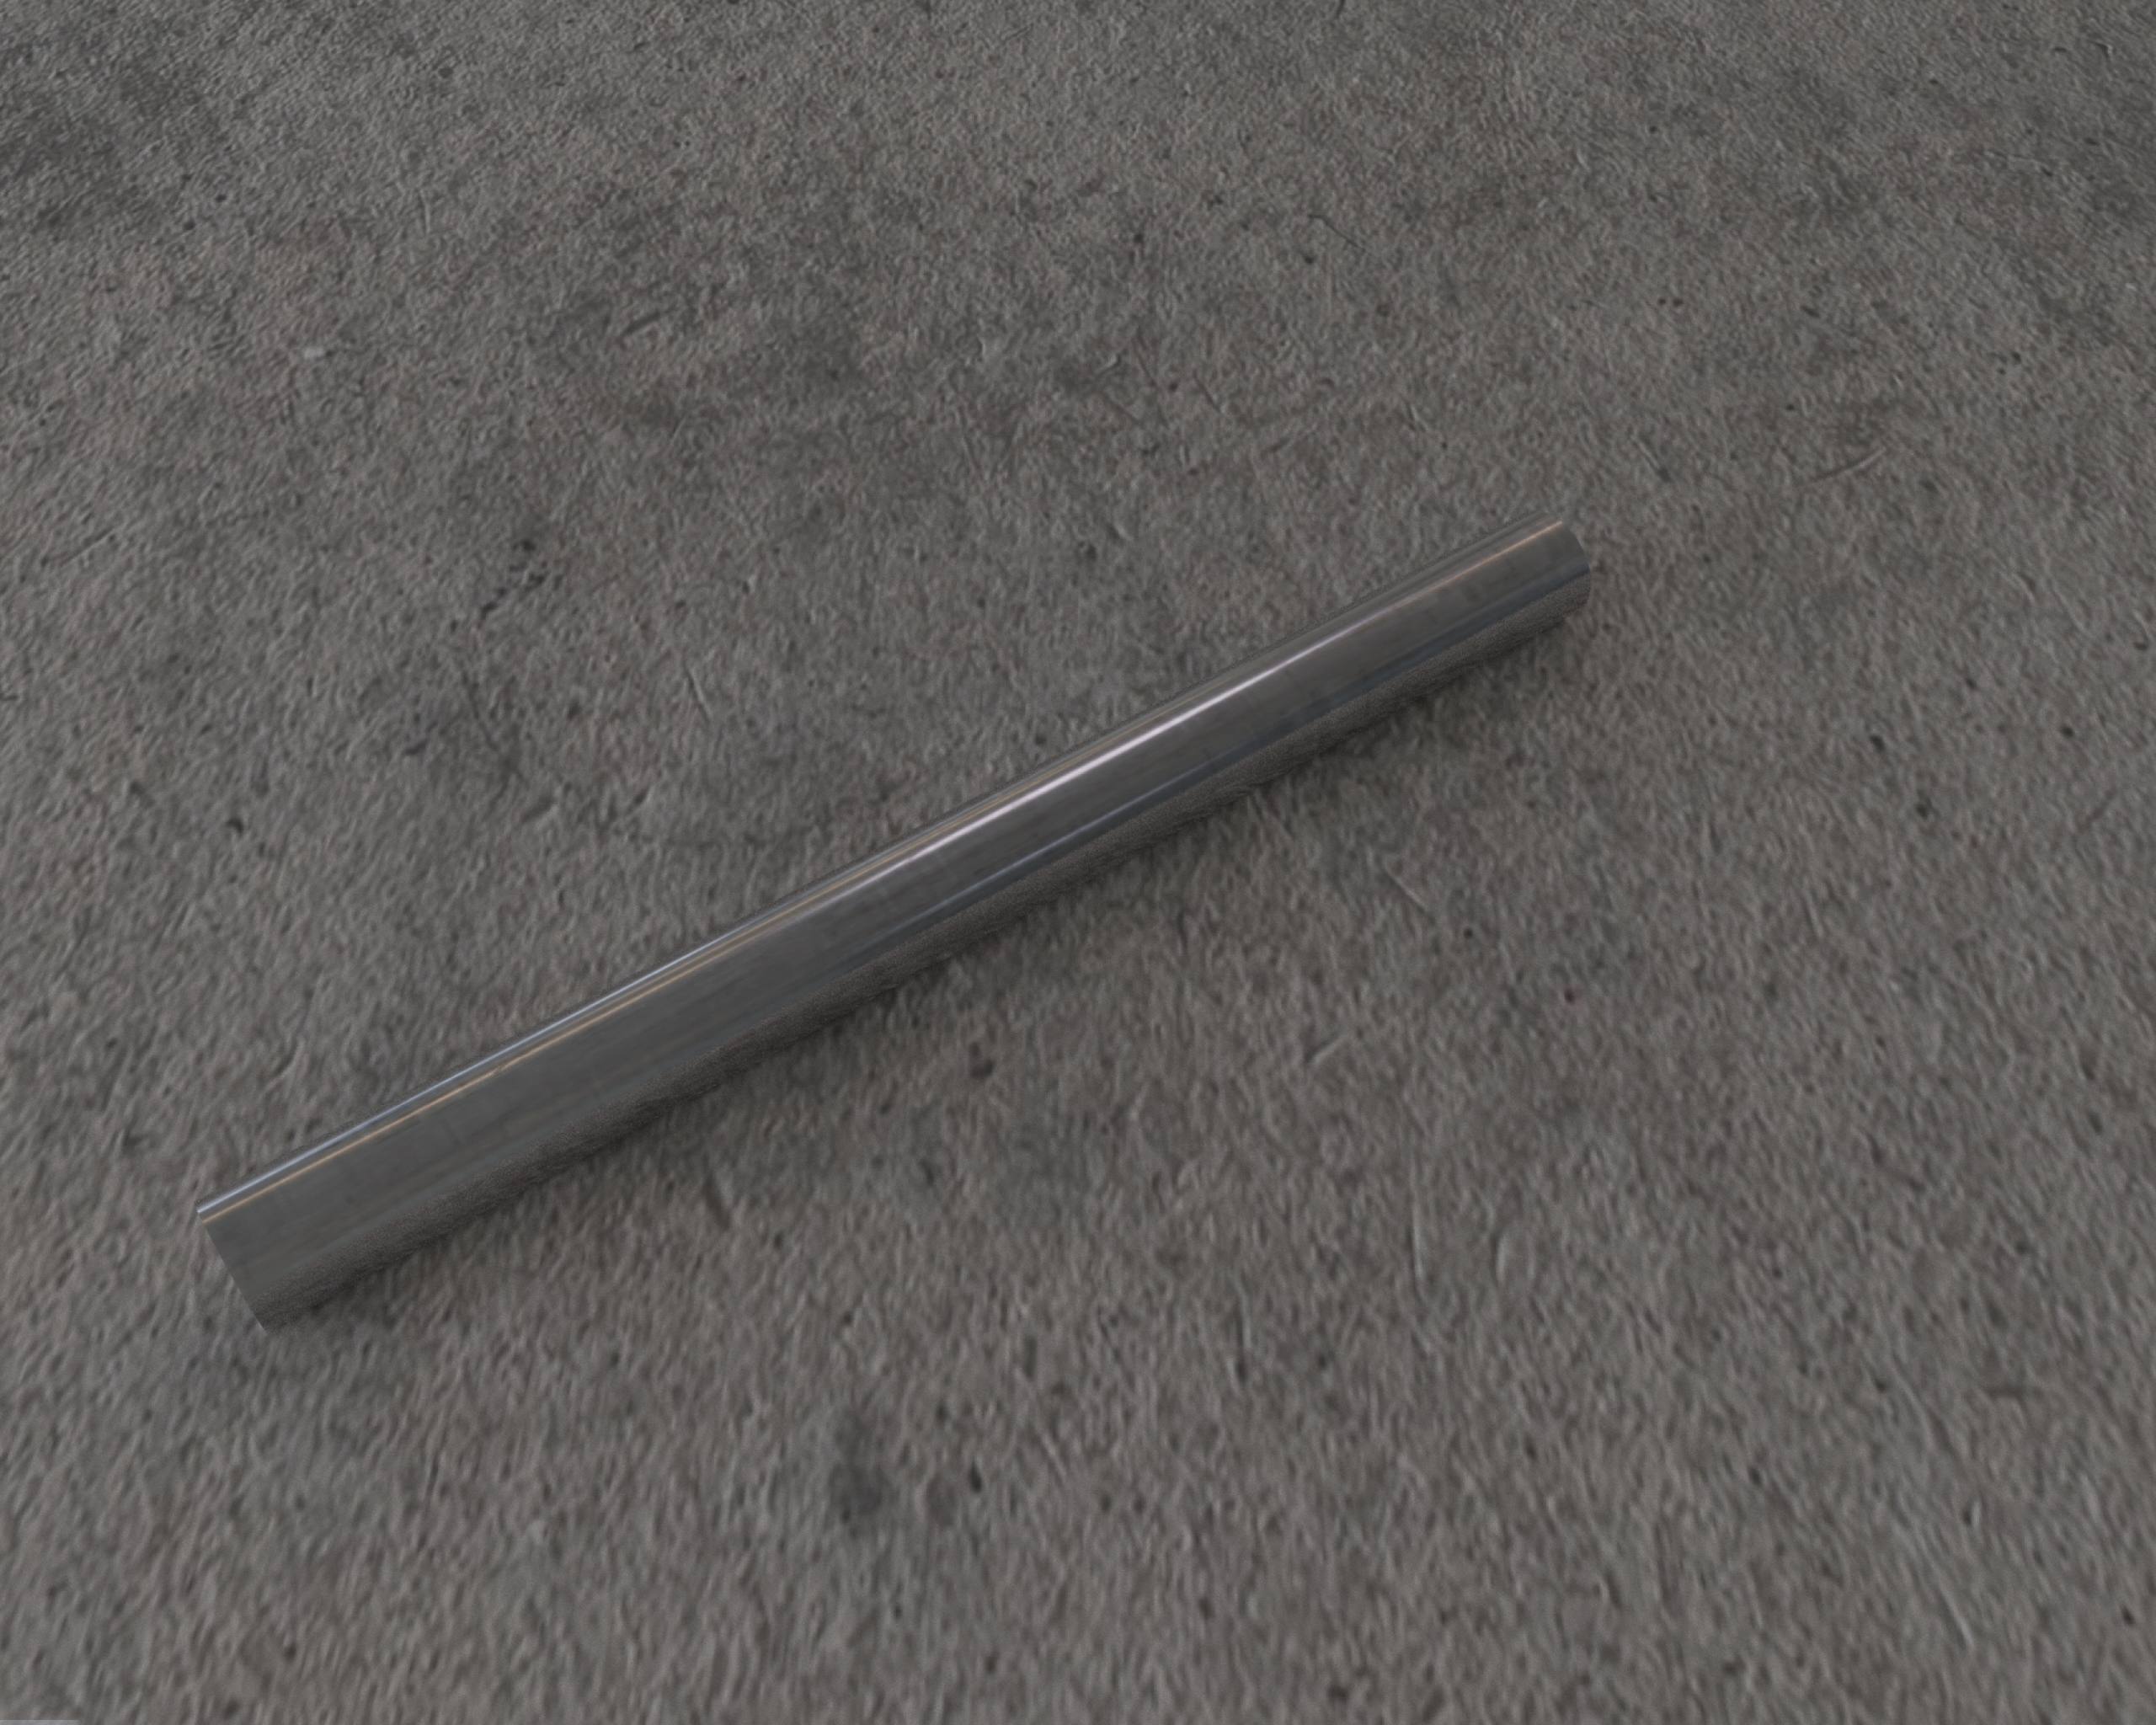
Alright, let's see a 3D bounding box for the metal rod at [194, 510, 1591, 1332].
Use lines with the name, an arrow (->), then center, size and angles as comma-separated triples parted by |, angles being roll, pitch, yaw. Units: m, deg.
metal rod -> -0.018, 0.001, 0.405 | 0.302, 0.025, 0.025 | -29, 56, -22
